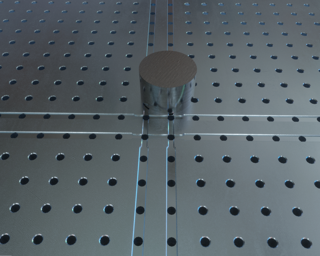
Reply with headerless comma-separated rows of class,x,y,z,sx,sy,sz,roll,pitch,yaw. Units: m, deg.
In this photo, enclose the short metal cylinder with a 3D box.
short metal cylinder,0.011,-0.067,0.448,0.080,0.050,0.080,0,50,0
